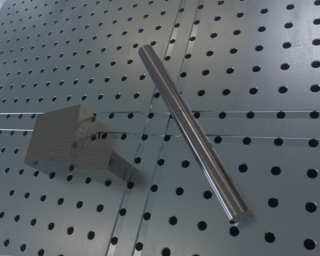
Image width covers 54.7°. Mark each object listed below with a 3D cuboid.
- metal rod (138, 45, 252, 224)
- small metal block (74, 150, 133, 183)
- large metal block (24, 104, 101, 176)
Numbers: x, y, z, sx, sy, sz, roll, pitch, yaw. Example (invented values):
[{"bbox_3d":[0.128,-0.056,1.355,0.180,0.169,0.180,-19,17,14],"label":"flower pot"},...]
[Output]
[{"bbox_3d":[0.029,-0.016,0.402,0.025,0.025,0.300,-32,52,7],"label":"metal rod"},{"bbox_3d":[-0.072,0.050,0.399,0.050,0.050,0.025,-3,61,26],"label":"small metal block"},{"bbox_3d":[-0.140,0.019,0.454,0.080,0.050,0.080,-11,57,22],"label":"large metal block"}]
